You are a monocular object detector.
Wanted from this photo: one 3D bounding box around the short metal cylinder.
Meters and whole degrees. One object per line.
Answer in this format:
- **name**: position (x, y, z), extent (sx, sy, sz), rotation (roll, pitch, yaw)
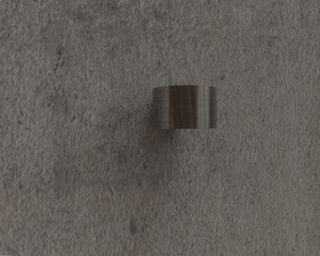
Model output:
- **short metal cylinder**: position (0.031, -0.024, 0.392), extent (0.081, 0.080, 0.050), rotation (-1, 91, -20)
